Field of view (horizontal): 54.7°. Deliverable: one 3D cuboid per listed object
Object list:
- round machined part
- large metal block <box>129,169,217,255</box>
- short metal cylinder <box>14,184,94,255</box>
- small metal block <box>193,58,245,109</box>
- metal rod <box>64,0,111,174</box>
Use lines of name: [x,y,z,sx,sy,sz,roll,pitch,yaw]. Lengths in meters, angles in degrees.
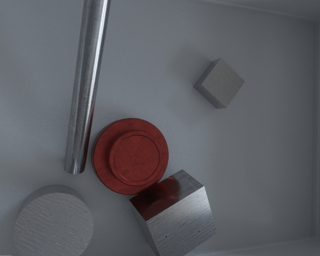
round machined part: [-0.034,0.036,0.390,0.099,0.042,0.097,0,90,-21]
large metal block: [0.018,0.113,0.393,0.081,0.050,0.080,-27,118,-18]
short metal cylinder: [-0.120,0.109,0.353,0.081,0.050,0.079,0,90,-21]
small metal block: [0.085,-0.063,0.443,0.050,0.025,0.050,40,77,-16]
metal rod: [-0.070,-0.083,0.314,0.025,0.025,0.298,5,116,-20]
